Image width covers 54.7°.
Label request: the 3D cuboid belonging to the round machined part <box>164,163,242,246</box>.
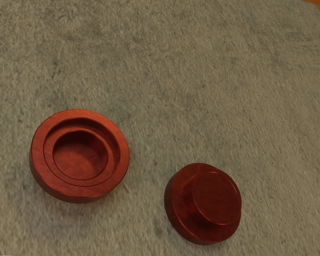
[{"bbox_3d":[0.058,0.087,0.373,0.099,0.042,0.098,14,56,-21],"label":"round machined part"}]

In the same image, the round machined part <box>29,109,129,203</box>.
[{"bbox_3d":[-0.086,0.032,0.328,0.099,0.042,0.098,14,56,-21],"label":"round machined part"}]
